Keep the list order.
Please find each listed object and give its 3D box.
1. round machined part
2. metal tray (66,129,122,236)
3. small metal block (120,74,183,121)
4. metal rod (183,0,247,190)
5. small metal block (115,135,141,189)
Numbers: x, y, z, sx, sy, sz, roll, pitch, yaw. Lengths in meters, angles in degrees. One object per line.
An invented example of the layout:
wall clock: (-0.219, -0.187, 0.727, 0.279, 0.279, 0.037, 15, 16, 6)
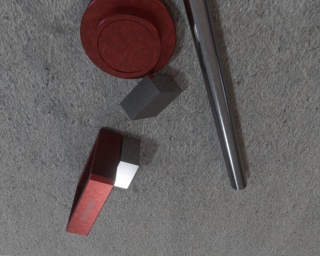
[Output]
round machined part: (-0.033, -0.091, 0.318, 0.099, 0.042, 0.097, -1, 130, 0)
metal tray: (-0.092, 0.076, 0.427, 0.030, 0.090, 0.129, 18, 128, -15)
small metal block: (-0.009, -0.036, 0.358, 0.050, 0.050, 0.025, -43, 74, 30)
metal rod: (0.078, -0.021, 0.390, 0.025, 0.025, 0.299, -14, 129, 11)
small metal block: (-0.048, 0.047, 0.430, 0.025, 0.050, 0.050, 17, 128, -14)
